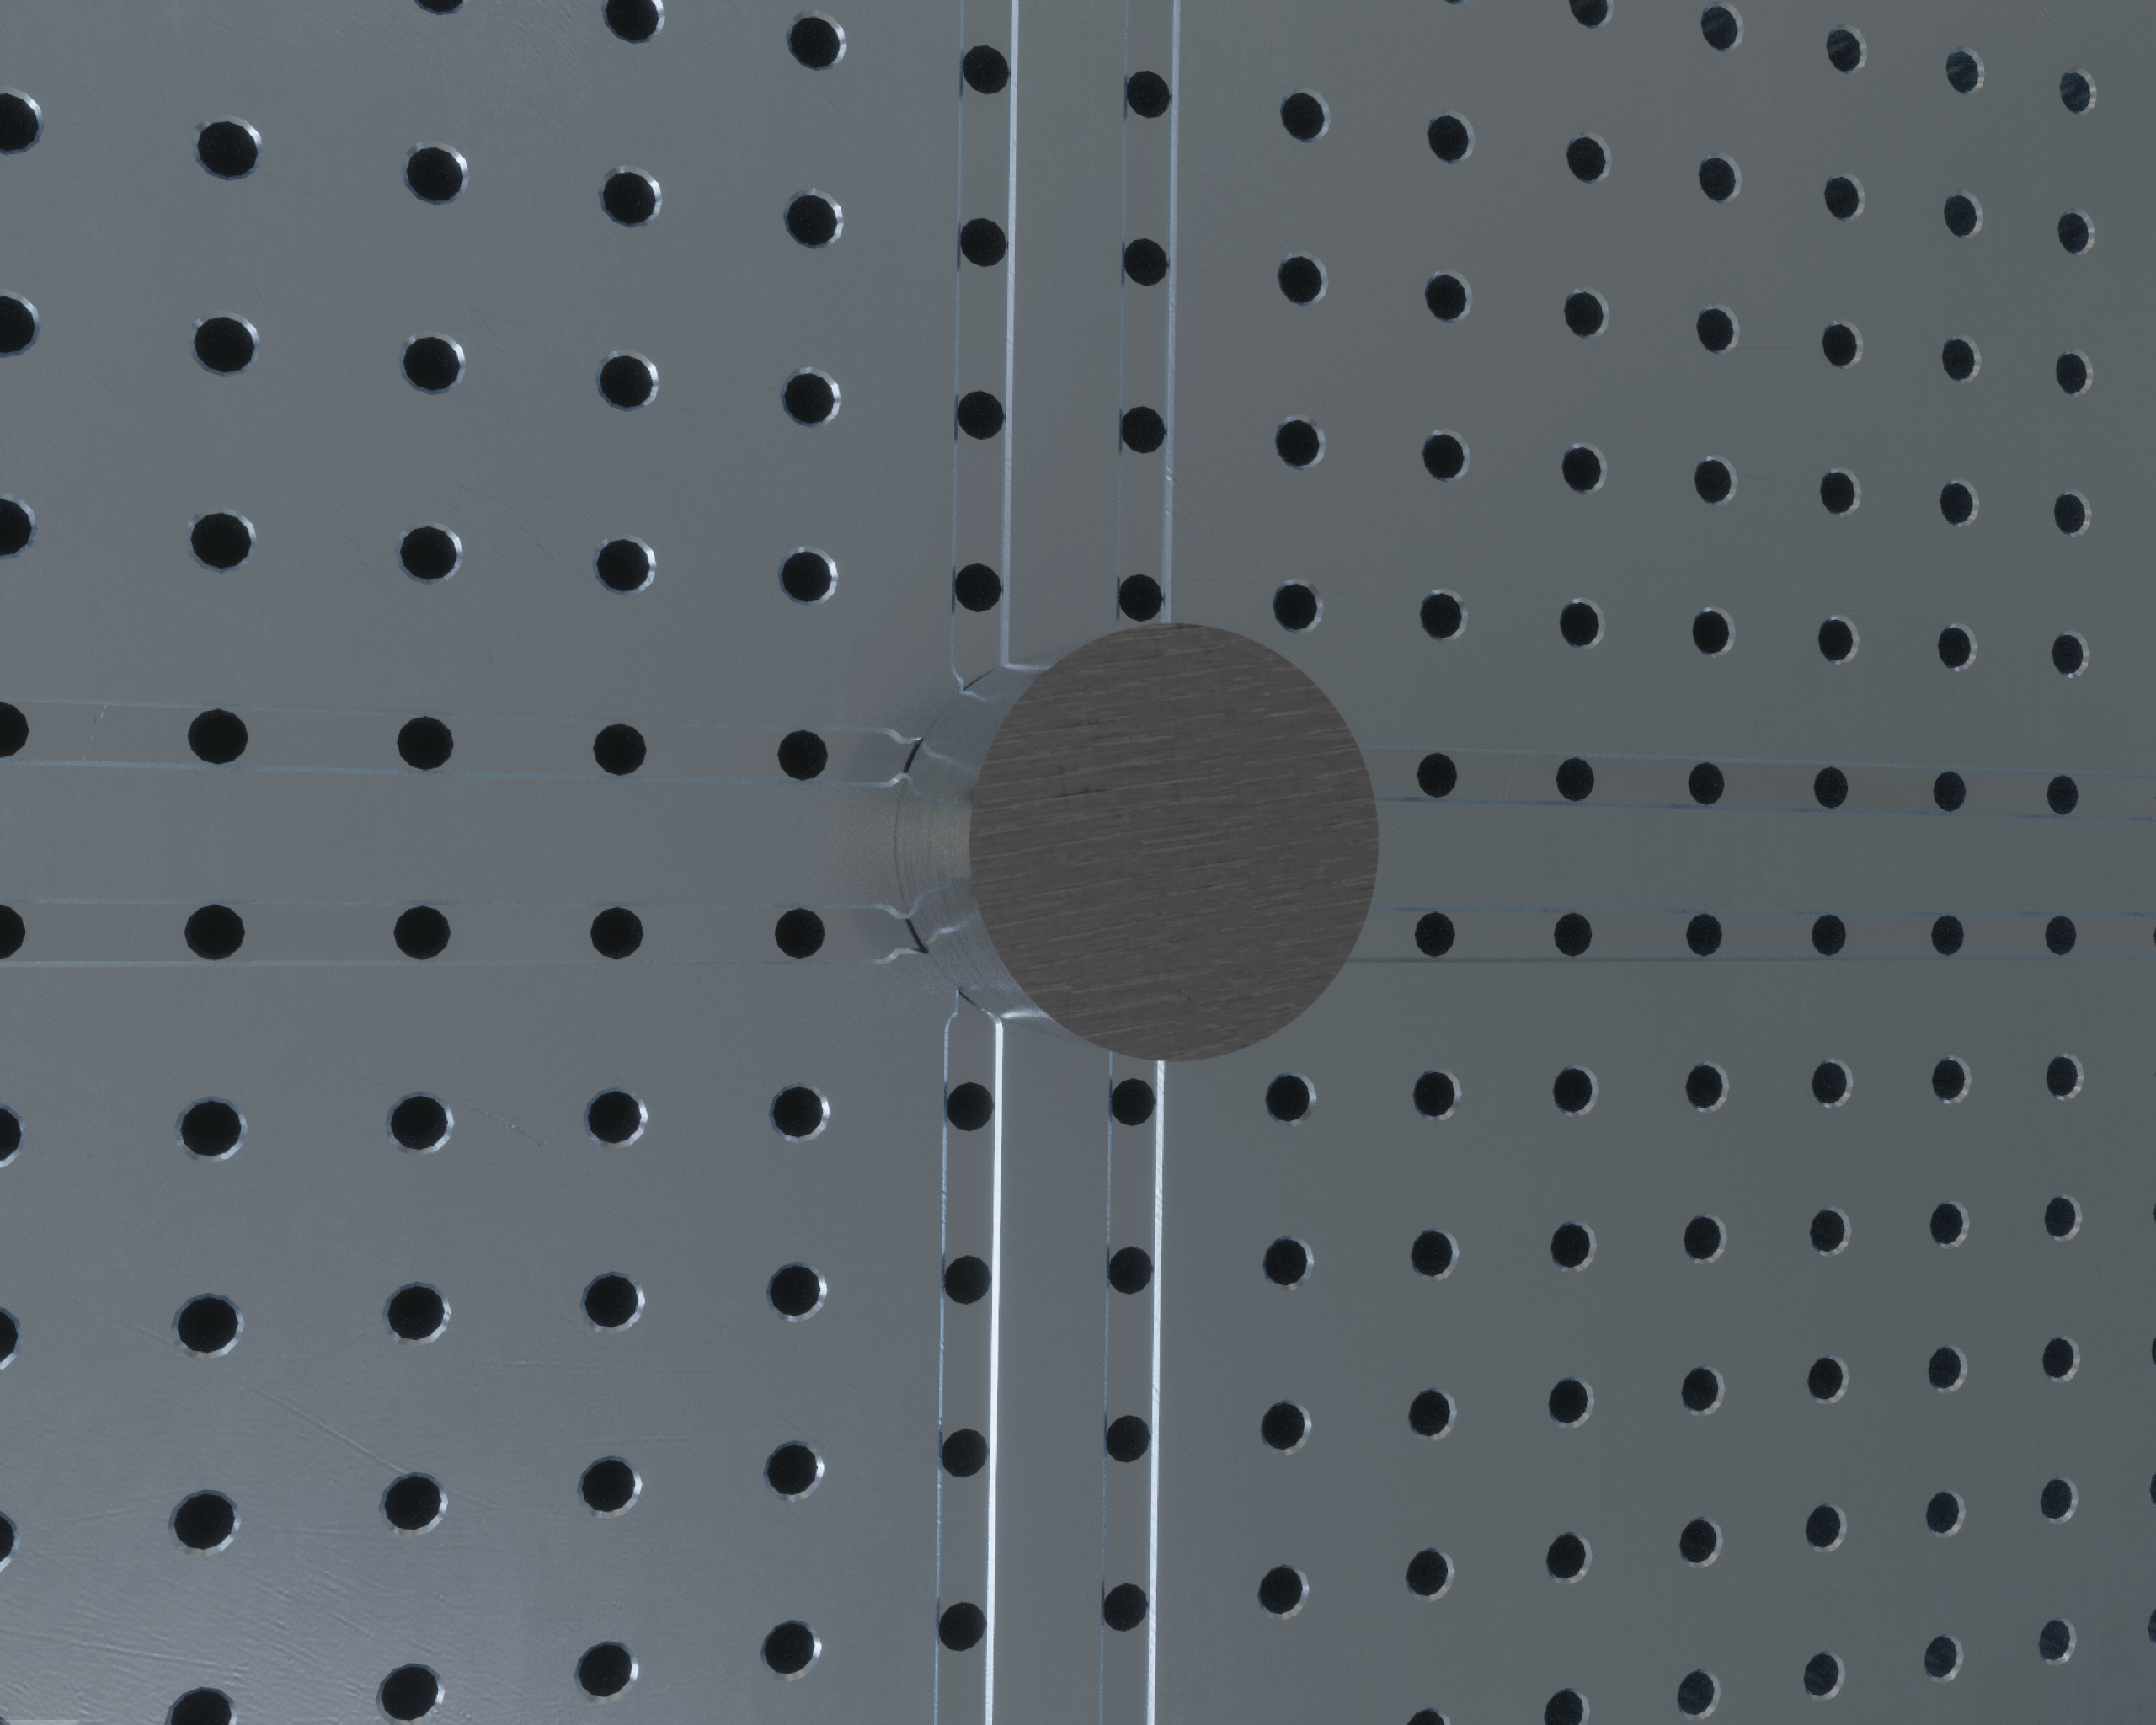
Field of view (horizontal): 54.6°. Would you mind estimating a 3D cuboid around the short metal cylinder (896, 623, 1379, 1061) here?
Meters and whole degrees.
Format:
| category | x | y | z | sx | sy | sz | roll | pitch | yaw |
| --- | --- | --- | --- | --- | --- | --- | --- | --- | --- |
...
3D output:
| category | x | y | z | sx | sy | sz | roll | pitch | yaw |
| --- | --- | --- | --- | --- | --- | --- | --- | --- | --- |
| short metal cylinder | 0.010 | -0.004 | 0.403 | 0.081 | 0.050 | 0.080 | 0 | 90 | -20 |
